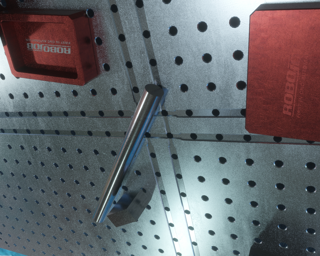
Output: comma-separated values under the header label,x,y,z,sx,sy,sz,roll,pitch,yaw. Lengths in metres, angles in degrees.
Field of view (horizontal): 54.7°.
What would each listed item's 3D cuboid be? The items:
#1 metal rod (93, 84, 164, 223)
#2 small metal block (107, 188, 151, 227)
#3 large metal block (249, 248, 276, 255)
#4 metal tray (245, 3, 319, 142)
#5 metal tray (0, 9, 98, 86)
label,x,y,z,sx,sy,sz,roll,pitch,yaw
metal rod,-0.059,0.058,0.476,0.025,0.025,0.298,32,128,7
small metal block,-0.050,0.128,0.499,0.050,0.050,0.025,-28,103,37
large metal block,0.158,0.228,0.433,0.080,0.080,0.050,11,123,21
metal tray,0.135,-0.052,0.305,0.090,0.030,0.129,8,122,23
metal tray,-0.153,-0.110,0.418,0.130,0.030,0.089,10,123,22
